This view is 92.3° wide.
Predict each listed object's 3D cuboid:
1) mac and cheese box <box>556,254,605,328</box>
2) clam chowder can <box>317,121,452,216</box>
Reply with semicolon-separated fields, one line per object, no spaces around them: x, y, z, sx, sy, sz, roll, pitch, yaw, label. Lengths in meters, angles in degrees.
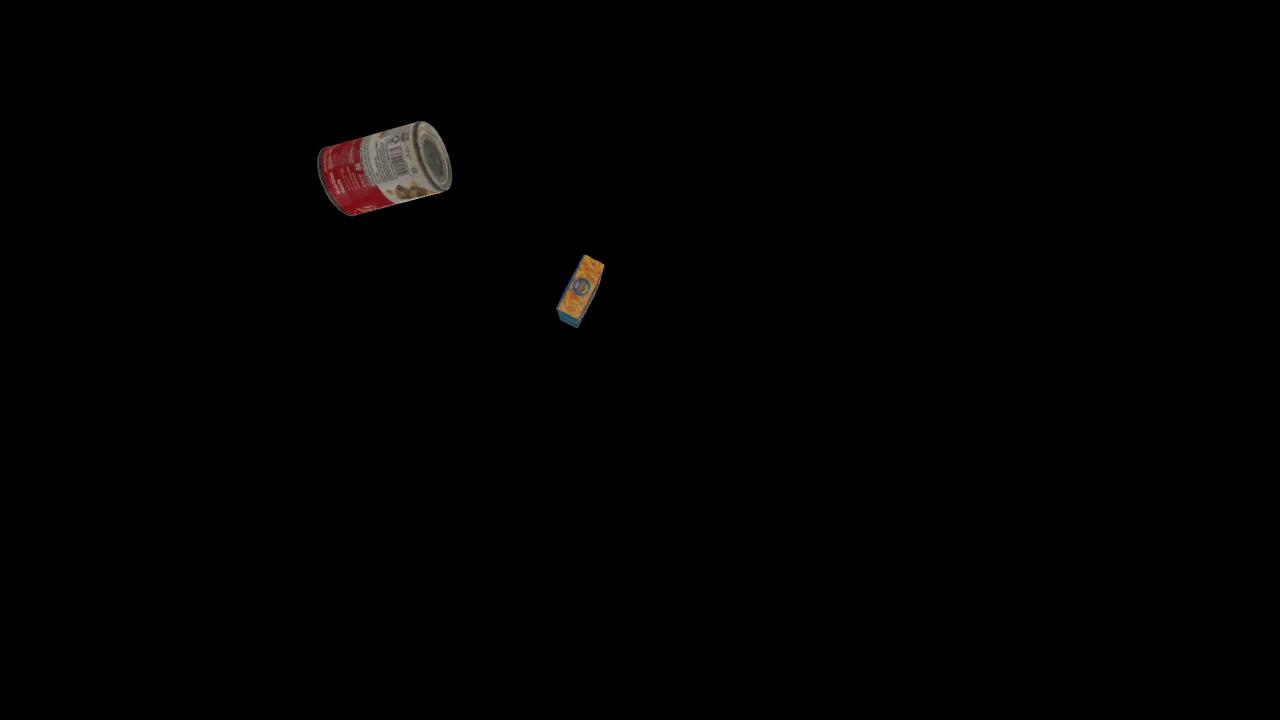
-0.095;-0.104;0.980;0.041;0.093;0.184;28;-3;-5;mac and cheese box
-0.242;-0.183;0.590;0.102;0.068;0.068;-12;-2;10;clam chowder can
